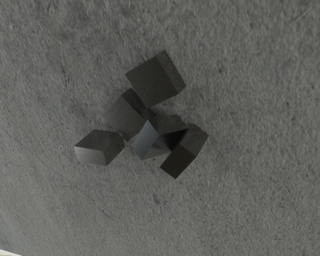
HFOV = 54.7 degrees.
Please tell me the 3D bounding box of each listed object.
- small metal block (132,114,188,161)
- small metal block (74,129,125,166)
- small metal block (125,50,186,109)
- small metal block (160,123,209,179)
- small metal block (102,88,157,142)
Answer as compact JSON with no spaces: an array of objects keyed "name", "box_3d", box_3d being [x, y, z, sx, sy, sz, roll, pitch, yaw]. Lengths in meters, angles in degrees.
[{"name":"small metal block","box_3d":[0.000,0.011,0.393,0.025,0.050,0.050,55,133,24]},{"name":"small metal block","box_3d":[-0.087,0.027,0.452,0.050,0.050,0.025,7,121,24]},{"name":"small metal block","box_3d":[-0.005,-0.058,0.373,0.050,0.025,0.050,-22,107,36]},{"name":"small metal block","box_3d":[0.031,0.029,0.391,0.025,0.050,0.050,38,129,2]},{"name":"small metal block","box_3d":[-0.042,-0.017,0.417,0.050,0.025,0.050,46,129,-5]}]
